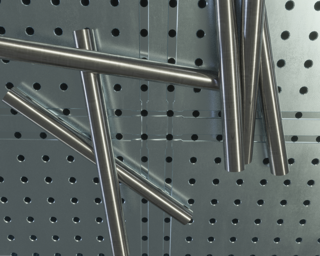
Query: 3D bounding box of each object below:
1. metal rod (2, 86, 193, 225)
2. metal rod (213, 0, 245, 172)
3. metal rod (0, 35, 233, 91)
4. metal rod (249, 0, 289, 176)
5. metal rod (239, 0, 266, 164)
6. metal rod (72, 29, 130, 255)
[{"bbox_3d":[-0.076,0.045,0.429,0.301,0.025,0.025,37,106,-13],"label":"metal rod"},{"bbox_3d":[0.078,-0.094,0.357,0.025,0.025,0.298,-6,102,2],"label":"metal rod"},{"bbox_3d":[-0.056,-0.073,0.359,0.302,0.025,0.025,7,110,-13],"label":"metal rod"},{"bbox_3d":[0.130,-0.075,0.386,0.025,0.025,0.299,-14,110,5],"label":"metal rod"},{"bbox_3d":[0.105,-0.088,0.361,0.025,0.025,0.298,-4,118,1],"label":"metal rod"},{"bbox_3d":[-0.073,0.029,0.400,0.025,0.025,0.298,-7,101,2],"label":"metal rod"}]
